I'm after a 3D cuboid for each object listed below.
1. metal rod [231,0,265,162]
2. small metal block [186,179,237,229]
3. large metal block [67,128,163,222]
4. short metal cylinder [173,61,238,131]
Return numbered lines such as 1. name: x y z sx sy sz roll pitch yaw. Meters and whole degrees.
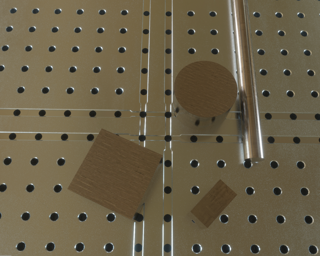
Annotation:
1. metal rod: 0.123 -0.099 0.449 0.025 0.025 0.299 1 70 0
2. small metal block: 0.060 0.091 0.366 0.025 0.050 0.050 43 75 13
3. large metal block: -0.050 0.058 0.377 0.080 0.050 0.080 24 72 8
4. short metal cylinder: 0.058 -0.042 0.415 0.081 0.050 0.080 0 70 0
